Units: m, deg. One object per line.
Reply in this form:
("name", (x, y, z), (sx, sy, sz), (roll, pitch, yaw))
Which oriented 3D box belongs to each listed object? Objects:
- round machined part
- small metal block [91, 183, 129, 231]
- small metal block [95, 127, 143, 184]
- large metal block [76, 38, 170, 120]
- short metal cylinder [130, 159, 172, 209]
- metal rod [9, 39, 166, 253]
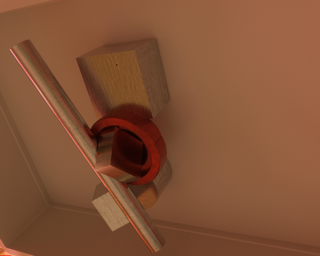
("round machined part", (-0.036, 0.020, 0.388), (0.098, 0.042, 0.097), (13, 124, 20))
("small metal block", (-0.065, 0.101, 0.418), (0.025, 0.050, 0.050), (-30, 104, 3))
("small metal block", (-0.048, 0.033, 0.373), (0.025, 0.050, 0.050), (-21, 142, 32))
("large metal block", (-0.042, -0.057, 0.374), (0.080, 0.050, 0.080), (0, 119, 28))
("short metal cylinder", (-0.029, 0.070, 0.449), (0.080, 0.050, 0.079), (13, 124, 20))
("metal rod", (-0.079, 0.033, 0.377), (0.025, 0.025, 0.299), (-21, 108, 35))
